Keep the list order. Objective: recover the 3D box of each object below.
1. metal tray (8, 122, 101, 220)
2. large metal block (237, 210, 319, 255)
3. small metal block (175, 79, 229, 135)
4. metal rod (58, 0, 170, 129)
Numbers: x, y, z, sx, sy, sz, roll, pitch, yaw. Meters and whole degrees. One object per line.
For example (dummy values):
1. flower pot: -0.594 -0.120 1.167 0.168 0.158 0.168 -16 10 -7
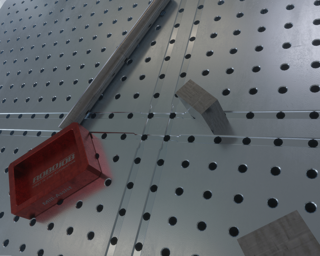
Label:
1. metal tray: -0.156 0.061 0.449 0.130 0.030 0.090 -32 52 7
2. large metal block: 0.110 0.121 0.241 0.050 0.080 0.080 -30 52 9
3. small metal block: 0.052 -0.026 0.381 0.025 0.050 0.050 -44 51 -1
4. metal rod: -0.068 -0.117 0.515 0.025 0.025 0.300 24 74 36
